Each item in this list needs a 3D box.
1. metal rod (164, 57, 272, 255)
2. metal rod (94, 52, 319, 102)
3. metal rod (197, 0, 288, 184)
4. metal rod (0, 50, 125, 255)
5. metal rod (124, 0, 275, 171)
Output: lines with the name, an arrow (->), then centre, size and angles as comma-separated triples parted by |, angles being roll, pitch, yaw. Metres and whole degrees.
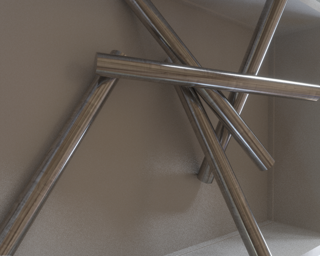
metal rod -> 0.073, 0.041, 0.396 | 0.025, 0.025, 0.299 | -14, 75, -40
metal rod -> 0.073, -0.059, 0.379 | 0.302, 0.025, 0.025 | 4, 88, -20
metal rod -> 0.113, -0.057, 0.423 | 0.025, 0.025, 0.298 | 3, 114, -40
metal rod -> -0.110, 0.041, 0.315 | 0.025, 0.025, 0.300 | 41, 65, -33
metal rod -> 0.052, -0.062, 0.400 | 0.300, 0.025, 0.025 | 50, 59, -10
